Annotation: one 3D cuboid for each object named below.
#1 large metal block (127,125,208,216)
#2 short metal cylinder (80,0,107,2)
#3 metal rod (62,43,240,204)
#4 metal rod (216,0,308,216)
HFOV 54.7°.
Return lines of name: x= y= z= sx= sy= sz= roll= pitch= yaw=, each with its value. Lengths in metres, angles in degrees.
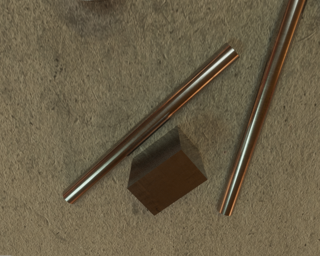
large metal block: x=0.008 y=0.052 z=0.400 sx=0.080 sy=0.080 sz=0.050 roll=-37 pitch=106 yaw=12
short metal cylinder: x=-0.076 y=-0.178 z=0.330 sx=0.081 sy=0.050 sz=0.079 roll=0 pitch=110 yaw=0
metal rod: x=-0.021 y=0.002 z=0.410 sx=0.299 sy=0.025 sz=0.025 roll=-42 pitch=105 yaw=13
metal rod: x=0.126 y=-0.016 z=0.405 sx=0.025 sy=0.025 sz=0.298 roll=11 pitch=110 yaw=-4
